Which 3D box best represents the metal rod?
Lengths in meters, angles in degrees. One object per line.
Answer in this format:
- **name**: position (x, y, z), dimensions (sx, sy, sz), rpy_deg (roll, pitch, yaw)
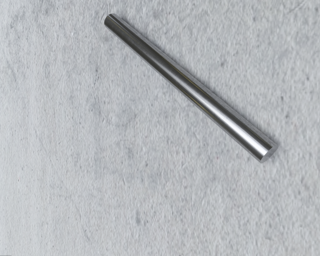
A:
- **metal rod**: position (0.019, -0.066, 0.387), dimensions (0.300, 0.025, 0.025), rpy_deg (45, 117, 30)
